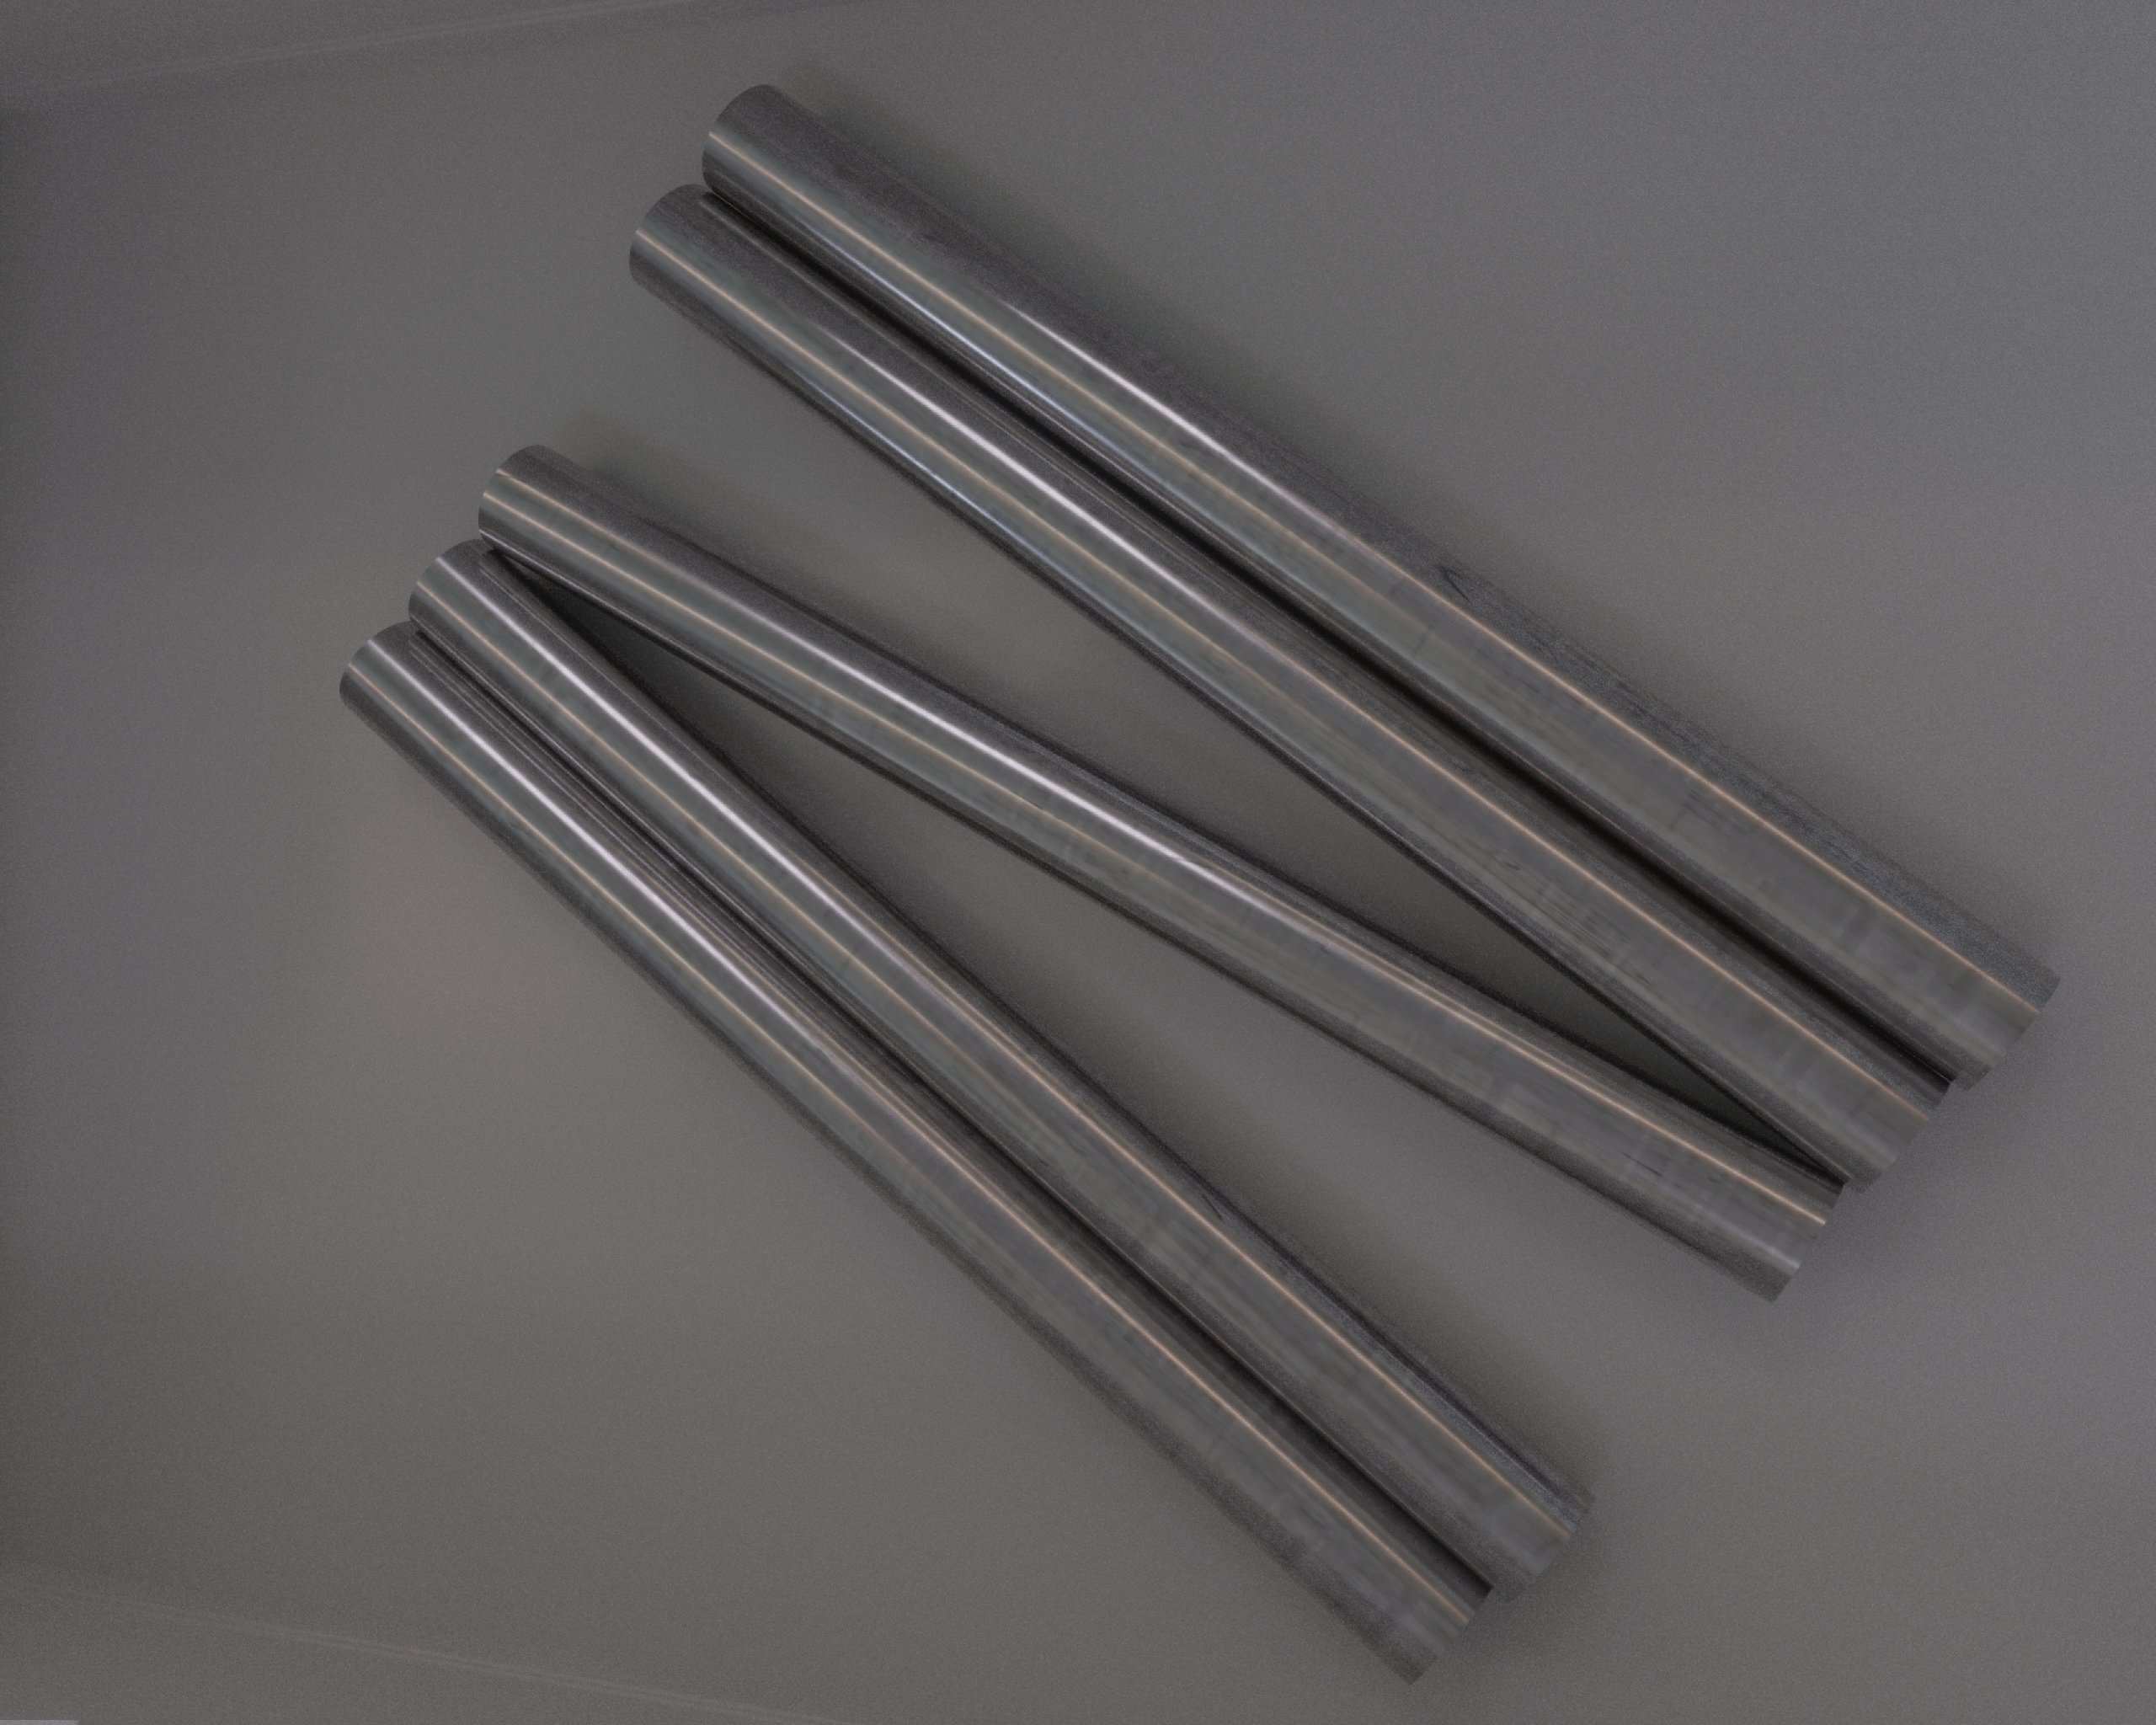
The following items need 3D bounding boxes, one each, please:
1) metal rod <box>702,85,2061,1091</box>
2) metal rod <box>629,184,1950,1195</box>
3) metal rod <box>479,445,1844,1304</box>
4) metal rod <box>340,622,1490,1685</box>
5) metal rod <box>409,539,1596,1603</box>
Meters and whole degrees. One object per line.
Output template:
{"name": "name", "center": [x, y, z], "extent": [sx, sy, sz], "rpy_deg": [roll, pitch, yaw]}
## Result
{"name": "metal rod", "center": [0.045, -0.061, 0.393], "extent": [0.300, 0.025, 0.025], "rpy_deg": [38, 102, 16]}
{"name": "metal rod", "center": [0.028, -0.042, 0.399], "extent": [0.300, 0.025, 0.025], "rpy_deg": [38, 102, 16]}
{"name": "metal rod", "center": [0.003, -0.006, 0.408], "extent": [0.300, 0.025, 0.025], "rpy_deg": [30, 100, 17]}
{"name": "metal rod", "center": [-0.042, 0.049, 0.424], "extent": [0.300, 0.025, 0.025], "rpy_deg": [40, 103, 15]}
{"name": "metal rod", "center": [-0.025, 0.032, 0.418], "extent": [0.300, 0.025, 0.025], "rpy_deg": [40, 103, 15]}
